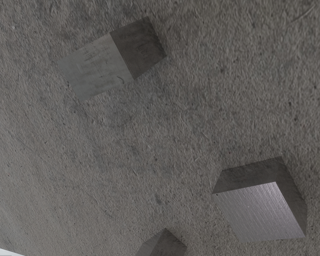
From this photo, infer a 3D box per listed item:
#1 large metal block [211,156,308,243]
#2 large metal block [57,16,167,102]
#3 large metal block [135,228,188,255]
[{"bbox_3d":[0.123,0.090,0.381,0.080,0.050,0.080,-22,107,36],"label":"large metal block"},{"bbox_3d":[-0.052,-0.078,0.350,0.080,0.080,0.050,-15,110,34],"label":"large metal block"},{"bbox_3d":[-0.010,0.227,0.517,0.050,0.080,0.080,42,129,0],"label":"large metal block"}]
